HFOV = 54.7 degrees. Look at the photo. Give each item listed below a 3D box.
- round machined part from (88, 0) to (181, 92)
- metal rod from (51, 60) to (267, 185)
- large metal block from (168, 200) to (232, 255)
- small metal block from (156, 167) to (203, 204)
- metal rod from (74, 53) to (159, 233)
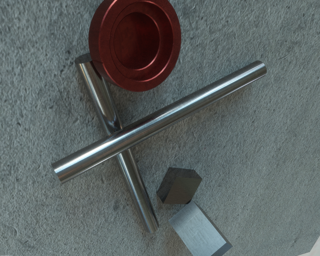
[{"bbox_3d":[-0.029,-0.089,0.316,0.099,0.042,0.097,-17,118,-36],"label":"round machined part"},{"bbox_3d":[0.015,-0.017,0.383,0.302,0.025,0.025,-28,129,-20],"label":"metal rod"},{"bbox_3d":[0.067,0.172,0.503,0.050,0.080,0.080,-40,149,-1],"label":"large metal block"},{"bbox_3d":[0.030,0.090,0.481,0.050,0.025,0.050,11,113,-33],"label":"small metal block"},{"bbox_3d":[-0.045,0.043,0.410,0.025,0.025,0.298,-25,128,-13],"label":"metal rod"}]
